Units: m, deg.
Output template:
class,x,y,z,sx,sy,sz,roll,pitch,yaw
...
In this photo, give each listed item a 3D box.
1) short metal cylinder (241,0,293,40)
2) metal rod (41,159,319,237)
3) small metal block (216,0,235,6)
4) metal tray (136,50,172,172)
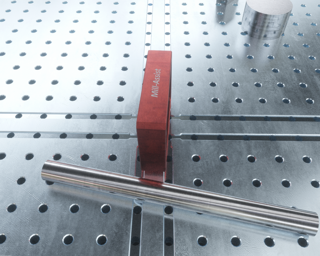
class,x,y,z,sx,sy,sz,roll,pitch,yaw
short metal cylinder,0.194,-0.206,0.567,0.081,0.050,0.080,0,50,0
metal rod,0.014,0.075,0.344,0.302,0.025,0.025,10,51,8
small metal block,0.144,-0.289,0.636,0.025,0.050,0.050,34,58,25
metal tray,-0.004,-0.023,0.384,0.030,0.089,0.130,3,50,3
